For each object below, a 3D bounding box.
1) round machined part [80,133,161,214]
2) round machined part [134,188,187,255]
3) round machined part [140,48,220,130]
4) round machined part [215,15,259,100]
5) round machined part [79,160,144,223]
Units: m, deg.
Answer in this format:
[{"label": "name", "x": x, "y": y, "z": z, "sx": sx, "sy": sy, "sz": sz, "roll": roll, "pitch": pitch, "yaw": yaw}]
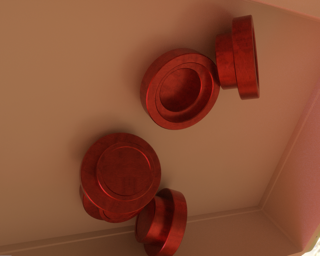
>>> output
[{"label": "round machined part", "x": -0.044, "y": 0.053, "z": 0.372, "sx": 0.099, "sy": 0.042, "sz": 0.098, "roll": 4, "pitch": 77, "yaw": -19}, {"label": "round machined part", "x": -0.004, "y": 0.134, "z": 0.445, "sx": 0.042, "sy": 0.098, "sz": 0.097, "roll": 21, "pitch": 108, "yaw": -18}, {"label": "round machined part", "x": 0.021, "y": -0.050, "z": 0.378, "sx": 0.099, "sy": 0.042, "sz": 0.097, "roll": -14, "pitch": 124, "yaw": -21}, {"label": "round machined part", "x": 0.094, "y": -0.082, "z": 0.374, "sx": 0.042, "sy": 0.098, "sz": 0.098, "roll": -5, "pitch": 131, "yaw": 20}, {"label": "round machined part", "x": -0.056, "y": 0.090, "z": 0.423, "sx": 0.099, "sy": 0.042, "sz": 0.097, "roll": -14, "pitch": 124, "yaw": -21}]
